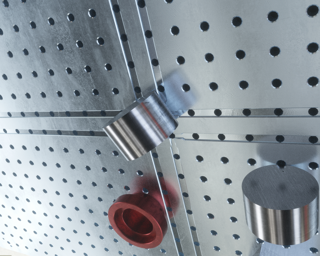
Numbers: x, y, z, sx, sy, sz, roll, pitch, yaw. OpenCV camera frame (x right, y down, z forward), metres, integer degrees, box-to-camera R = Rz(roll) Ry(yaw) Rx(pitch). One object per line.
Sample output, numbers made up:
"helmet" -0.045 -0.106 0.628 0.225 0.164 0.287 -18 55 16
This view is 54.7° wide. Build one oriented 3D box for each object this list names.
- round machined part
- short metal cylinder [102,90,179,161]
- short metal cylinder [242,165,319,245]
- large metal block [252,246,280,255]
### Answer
"round machined part" -0.032 0.146 0.508 0.098 0.042 0.097 13 124 21
"short metal cylinder" -0.024 -0.004 0.386 0.080 0.080 0.050 -28 103 37
"short metal cylinder" 0.138 0.085 0.356 0.080 0.080 0.050 1 119 28
"large metal block" 0.161 0.229 0.432 0.080 0.080 0.050 28 128 11
